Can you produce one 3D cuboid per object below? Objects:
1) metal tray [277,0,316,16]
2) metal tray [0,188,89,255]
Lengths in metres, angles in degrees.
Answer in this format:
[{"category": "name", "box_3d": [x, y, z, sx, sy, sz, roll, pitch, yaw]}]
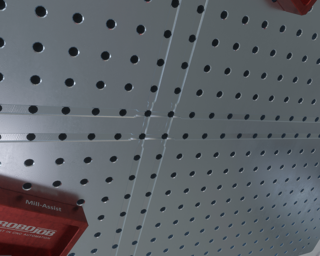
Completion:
[{"category": "metal tray", "box_3d": [0.160, -0.209, 0.365, 0.131, 0.030, 0.090, 28, 103, -38]}, {"category": "metal tray", "box_3d": [-0.171, 0.133, 0.395, 0.131, 0.030, 0.090, 28, 103, -38]}]
